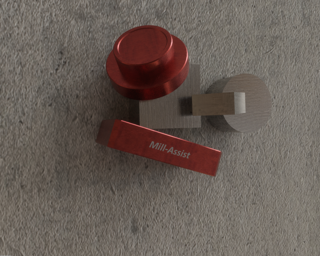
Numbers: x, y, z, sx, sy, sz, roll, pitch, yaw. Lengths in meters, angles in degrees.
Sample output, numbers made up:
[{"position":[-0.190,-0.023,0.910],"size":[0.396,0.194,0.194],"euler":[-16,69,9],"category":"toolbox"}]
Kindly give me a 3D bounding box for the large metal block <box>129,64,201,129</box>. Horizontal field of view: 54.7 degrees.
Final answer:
[{"position":[0.005,-0.040,0.400],"size":[0.081,0.050,0.080],"euler":[-2,91,-20],"category":"large metal block"}]

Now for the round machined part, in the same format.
[{"position":[-0.017,-0.083,0.365],"size":[0.098,0.098,0.042],"euler":[-38,147,-16],"category":"round machined part"}]

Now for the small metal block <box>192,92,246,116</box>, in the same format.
[{"position":[0.072,-0.029,0.375],"size":[0.050,0.050,0.025],"euler":[-10,98,-61],"category":"small metal block"}]

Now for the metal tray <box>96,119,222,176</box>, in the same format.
[{"position":[-0.004,0.023,0.374],"size":[0.131,0.090,0.030],"euler":[18,85,-19],"category":"metal tray"}]

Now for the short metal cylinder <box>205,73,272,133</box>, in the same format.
[{"position":[0.108,-0.033,0.438],"size":[0.081,0.050,0.080],"euler":[0,90,-20],"category":"short metal cylinder"}]
